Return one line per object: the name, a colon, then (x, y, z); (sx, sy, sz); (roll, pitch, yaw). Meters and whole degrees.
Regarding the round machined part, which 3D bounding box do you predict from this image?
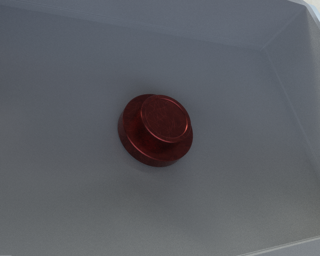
round machined part: (0.000, -0.003, 0.394); (0.099, 0.042, 0.098); (14, 56, -21)
